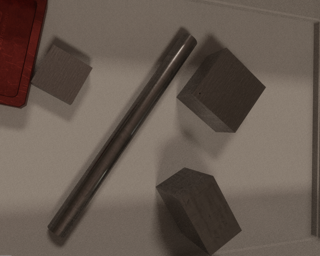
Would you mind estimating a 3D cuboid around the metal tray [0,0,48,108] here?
[{"bbox_3d":[-0.183,-0.093,0.340,0.091,0.030,0.129,12,86,-20],"label":"metal tray"}]

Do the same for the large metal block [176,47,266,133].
[{"bbox_3d":[0.084,-0.050,0.430,0.080,0.050,0.080,40,77,-16],"label":"large metal block"}]

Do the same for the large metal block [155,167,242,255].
[{"bbox_3d":[0.047,0.103,0.400,0.050,0.080,0.080,-32,101,-17],"label":"large metal block"}]

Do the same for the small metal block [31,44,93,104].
[{"bbox_3d":[-0.116,-0.062,0.368,0.050,0.025,0.050,30,80,-18],"label":"small metal block"}]

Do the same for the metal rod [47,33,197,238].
[{"bbox_3d":[-0.041,0.000,0.396,0.025,0.025,0.300,37,78,-17],"label":"metal rod"}]
